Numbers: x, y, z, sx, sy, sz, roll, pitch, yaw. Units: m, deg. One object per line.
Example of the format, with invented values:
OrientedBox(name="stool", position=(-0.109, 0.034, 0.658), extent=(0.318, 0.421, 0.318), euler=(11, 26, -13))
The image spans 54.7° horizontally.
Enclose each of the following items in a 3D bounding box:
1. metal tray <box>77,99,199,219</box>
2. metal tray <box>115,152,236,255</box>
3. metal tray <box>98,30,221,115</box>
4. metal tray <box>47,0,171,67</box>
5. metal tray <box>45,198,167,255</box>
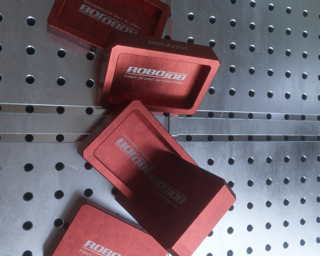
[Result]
OrientedBox(name="metal tray", position=(-0.023, 0.039, 0.379), extent=(0.090, 0.030, 0.130), euler=(-48, 113, -13))
OrientedBox(name="metal tray", position=(0.012, 0.081, 0.361), extent=(0.090, 0.130, 0.030), euler=(-46, 121, -14))
OrientedBox(name="metal tray", position=(-0.004, -0.063, 0.380), extent=(0.131, 0.089, 0.030), euler=(4, 45, -20))
OrientedBox(name="metal tray", position=(-0.061, -0.137, 0.387), extent=(0.131, 0.030, 0.090), euler=(21, 83, -19))
OrientedBox(name="metal tray", position=(-0.064, 0.157, 0.387), extent=(0.130, 0.030, 0.090), euler=(33, 79, -18))
